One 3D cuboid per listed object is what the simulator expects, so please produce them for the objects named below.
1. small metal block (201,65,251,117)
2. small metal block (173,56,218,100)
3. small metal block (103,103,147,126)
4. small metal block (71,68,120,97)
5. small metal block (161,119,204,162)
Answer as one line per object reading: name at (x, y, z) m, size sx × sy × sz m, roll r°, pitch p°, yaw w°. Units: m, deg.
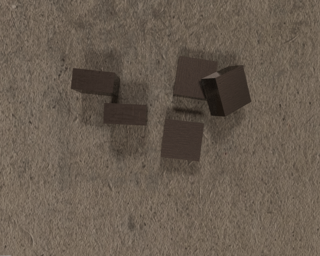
small metal block at (0.085, -0.048, 0.394) m, size 0.050 × 0.025 × 0.050 m, roll -28°, pitch 110°, yaw -29°
small metal block at (0.046, -0.065, 0.411) m, size 0.050 × 0.025 × 0.050 m, roll 9°, pitch 90°, yaw -1°
small metal block at (-0.043, -0.017, 0.397) m, size 0.050 × 0.050 × 0.025 m, roll 3°, pitch 90°, yaw -1°
small metal block at (-0.081, -0.057, 0.396) m, size 0.050 × 0.050 × 0.025 m, roll 6°, pitch 90°, yaw -1°
small metal block at (0.029, 0.016, 0.410) m, size 0.050 × 0.025 × 0.050 m, roll 7°, pitch 90°, yaw -1°
